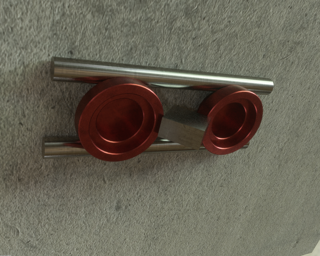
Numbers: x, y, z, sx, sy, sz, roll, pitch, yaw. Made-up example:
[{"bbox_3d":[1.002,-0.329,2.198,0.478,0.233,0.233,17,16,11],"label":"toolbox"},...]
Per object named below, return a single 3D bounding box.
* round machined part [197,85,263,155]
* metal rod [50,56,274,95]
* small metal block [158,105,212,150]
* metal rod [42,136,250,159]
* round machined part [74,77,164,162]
[{"bbox_3d":[0.090,-0.014,0.431,0.099,0.042,0.097,-14,124,-21],"label":"round machined part"},{"bbox_3d":[0.024,-0.060,0.384,0.303,0.025,0.025,0,119,-29],"label":"metal rod"},{"bbox_3d":[0.031,-0.002,0.374,0.050,0.050,0.025,19,115,11],"label":"small metal block"},{"bbox_3d":[0.001,0.022,0.422,0.303,0.025,0.025,0,119,-29],"label":"metal rod"},{"bbox_3d":[-0.049,-0.013,0.357,0.099,0.042,0.097,-14,124,-21],"label":"round machined part"}]
